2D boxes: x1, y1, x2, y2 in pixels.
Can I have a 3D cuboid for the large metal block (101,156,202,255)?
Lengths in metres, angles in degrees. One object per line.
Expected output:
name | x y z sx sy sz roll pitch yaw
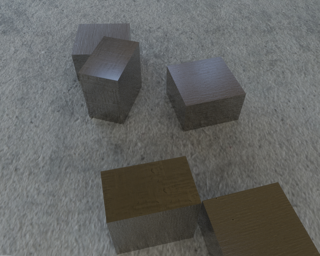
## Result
large metal block | -0.010 0.077 0.303 0.081 0.080 0.050 -10 51 -8

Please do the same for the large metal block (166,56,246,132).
large metal block | 0.059 -0.049 0.429 0.081 0.050 0.080 -12 51 -11

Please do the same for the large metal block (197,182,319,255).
large metal block | 0.090 0.107 0.298 0.081 0.050 0.080 -11 51 -10

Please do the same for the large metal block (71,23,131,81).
large metal block | -0.087 -0.120 0.487 0.081 0.050 0.080 -1 50 -2

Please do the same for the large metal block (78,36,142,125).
large metal block | -0.063 -0.065 0.421 0.050 0.080 0.080 12 51 10
